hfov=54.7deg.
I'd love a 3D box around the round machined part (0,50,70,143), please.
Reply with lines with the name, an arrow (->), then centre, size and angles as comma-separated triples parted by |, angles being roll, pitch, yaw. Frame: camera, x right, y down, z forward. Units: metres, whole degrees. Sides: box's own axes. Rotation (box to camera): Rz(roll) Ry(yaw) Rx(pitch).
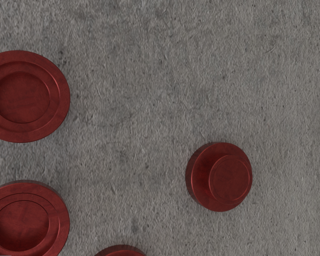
round machined part -> -0.152, -0.033, 0.344 | 0.099, 0.042, 0.097 | 0, 90, -20

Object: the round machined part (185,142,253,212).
round machined part -> 0.089, 0.069, 0.433 | 0.099, 0.042, 0.097 | 0, 90, -20

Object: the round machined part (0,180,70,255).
round machined part -> -0.152, 0.106, 0.344 | 0.099, 0.042, 0.097 | 0, 90, -20

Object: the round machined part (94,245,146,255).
round machined part -> -0.048, 0.200, 0.382 | 0.099, 0.042, 0.097 | 0, 90, -20
